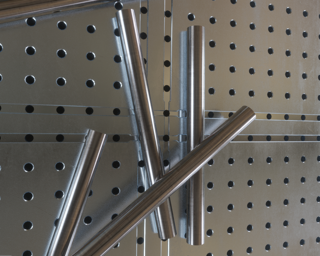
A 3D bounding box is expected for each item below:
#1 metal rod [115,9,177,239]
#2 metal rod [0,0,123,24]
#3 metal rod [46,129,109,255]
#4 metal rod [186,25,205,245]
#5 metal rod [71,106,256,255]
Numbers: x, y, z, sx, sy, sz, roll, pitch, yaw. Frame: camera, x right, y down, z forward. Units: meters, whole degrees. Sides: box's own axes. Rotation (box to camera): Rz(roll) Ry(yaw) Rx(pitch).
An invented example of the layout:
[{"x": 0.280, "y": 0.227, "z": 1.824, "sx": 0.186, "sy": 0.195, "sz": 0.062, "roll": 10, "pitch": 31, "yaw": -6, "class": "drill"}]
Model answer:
[{"x": -0.017, "y": -0.002, "z": 0.407, "sx": 0.025, "sy": 0.025, "sz": 0.298, "roll": -12, "pitch": 94, "yaw": -20, "class": "metal rod"}, {"x": -0.093, "y": -0.161, "z": 0.378, "sx": 0.302, "sy": 0.025, "sz": 0.025, "roll": -20, "pitch": 97, "yaw": -19, "class": "metal rod"}, {"x": -0.120, "y": 0.147, "z": 0.368, "sx": 0.025, "sy": 0.025, "sz": 0.299, "roll": 20, "pitch": 83, "yaw": -19, "class": "metal rod"}, {"x": 0.050, "y": 0.010, "z": 0.432, "sx": 0.025, "sy": 0.025, "sz": 0.298, "roll": 0, "pitch": 90, "yaw": -20, "class": "metal rod"}, {"x": 0.011, "y": 0.070, "z": 0.390, "sx": 0.301, "sy": 0.025, "sz": 0.025, "roll": -39, "pitch": 103, "yaw": -16, "class": "metal rod"}]
